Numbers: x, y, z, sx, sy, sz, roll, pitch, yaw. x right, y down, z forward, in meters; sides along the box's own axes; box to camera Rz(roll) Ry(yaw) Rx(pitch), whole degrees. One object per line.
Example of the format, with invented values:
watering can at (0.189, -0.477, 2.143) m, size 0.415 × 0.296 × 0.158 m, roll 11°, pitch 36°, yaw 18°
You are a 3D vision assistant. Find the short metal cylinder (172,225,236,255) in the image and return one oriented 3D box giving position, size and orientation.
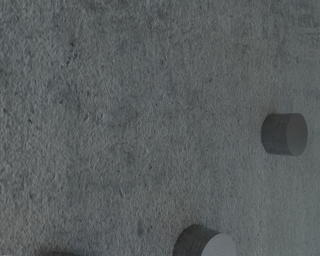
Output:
short metal cylinder at (0.064, 0.185, 0.442) m, size 0.081 × 0.050 × 0.080 m, roll 0°, pitch 90°, yaw -40°

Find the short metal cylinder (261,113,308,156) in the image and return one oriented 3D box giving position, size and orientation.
short metal cylinder at (0.236, 0.012, 0.586) m, size 0.081 × 0.050 × 0.080 m, roll 0°, pitch 90°, yaw -40°

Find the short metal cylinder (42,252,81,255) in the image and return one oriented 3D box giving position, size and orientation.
short metal cylinder at (-0.083, 0.159, 0.299) m, size 0.080 × 0.080 × 0.050 m, roll 28°, pitch 73°, yaw -37°
